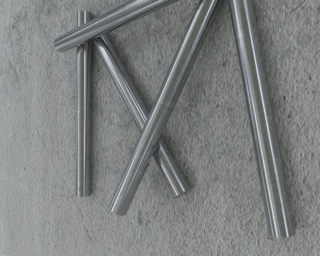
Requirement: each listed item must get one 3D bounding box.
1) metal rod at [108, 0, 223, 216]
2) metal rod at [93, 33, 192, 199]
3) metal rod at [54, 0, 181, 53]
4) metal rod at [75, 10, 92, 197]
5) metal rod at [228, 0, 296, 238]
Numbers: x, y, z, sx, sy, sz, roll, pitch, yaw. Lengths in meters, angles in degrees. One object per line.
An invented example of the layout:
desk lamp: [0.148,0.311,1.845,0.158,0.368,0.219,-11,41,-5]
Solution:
metal rod: [0.005,-0.028,0.376,0.025,0.025,0.298,31,102,35]
metal rod: [-0.038,-0.041,0.436,0.025,0.025,0.299,-43,64,32]
metal rod: [-0.046,-0.150,0.409,0.300,0.025,0.025,-8,85,39]
metal rod: [-0.125,-0.039,0.508,0.025,0.025,0.298,1,91,40]
metal rod: [0.100,-0.042,0.322,0.025,0.025,0.298,-13,82,39]
